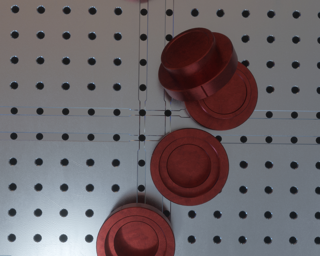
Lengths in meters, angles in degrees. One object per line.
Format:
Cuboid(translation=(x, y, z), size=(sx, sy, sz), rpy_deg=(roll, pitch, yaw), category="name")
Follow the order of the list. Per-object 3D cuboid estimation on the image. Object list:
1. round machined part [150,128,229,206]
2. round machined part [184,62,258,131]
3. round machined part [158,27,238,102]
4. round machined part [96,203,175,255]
Cuboid(translation=(0.037, 0.048, 0.405), size=(0.099, 0.042, 0.097), rpy_deg=(0, 90, -1), category="round machined part")
Cuboid(translation=(0.080, -0.045, 0.406), size=(0.099, 0.042, 0.097), rpy_deg=(0, 90, -1), category="round machined part")
Cuboid(translation=(0.040, -0.083, 0.377), size=(0.098, 0.098, 0.042), rpy_deg=(-40, 134, 0), category="round machined part")
Cuboid(translation=(-0.030, 0.146, 0.405), size=(0.099, 0.042, 0.097), rpy_deg=(0, 90, -1), category="round machined part")
